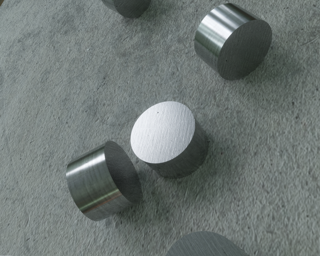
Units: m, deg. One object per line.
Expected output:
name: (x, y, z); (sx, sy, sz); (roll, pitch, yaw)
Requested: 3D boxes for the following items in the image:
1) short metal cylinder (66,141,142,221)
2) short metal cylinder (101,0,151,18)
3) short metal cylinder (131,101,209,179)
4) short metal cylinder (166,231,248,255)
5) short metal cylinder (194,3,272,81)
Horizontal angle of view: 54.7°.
short metal cylinder: (-0.064, 0.062, 0.364); (0.050, 0.080, 0.080); (-27, 52, 11)
short metal cylinder: (-0.060, -0.243, 0.549); (0.080, 0.080, 0.050); (-46, 51, -4)
short metal cylinder: (0.012, 0.015, 0.372); (0.080, 0.050, 0.080); (-13, 56, 21)
short metal cylinder: (0.046, 0.139, 0.278); (0.080, 0.050, 0.080); (-13, 56, 21)
short metal cylinder: (0.090, -0.107, 0.387); (0.080, 0.080, 0.050); (-39, 51, 2)
